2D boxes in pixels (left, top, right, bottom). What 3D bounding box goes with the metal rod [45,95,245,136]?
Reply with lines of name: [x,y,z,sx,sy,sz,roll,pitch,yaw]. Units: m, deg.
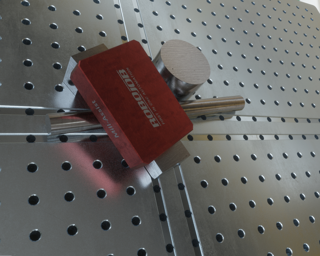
metal rod: [0.002,-0.022,0.425,0.303,0.025,0.025,-8,66,-32]

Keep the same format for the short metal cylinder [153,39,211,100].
short metal cylinder: [0.027,-0.083,0.458,0.081,0.050,0.080,14,56,-21]

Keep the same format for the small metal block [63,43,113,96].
small metal block: [-0.089,-0.073,0.389,0.025,0.050,0.050,49,51,6]

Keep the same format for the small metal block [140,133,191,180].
small metal block: [0.002,0.029,0.391,0.050,0.025,0.050,-26,76,-37]

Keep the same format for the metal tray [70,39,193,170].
metal tray: [-0.029,-0.030,0.359,0.091,0.030,0.130,-35,93,-38]
